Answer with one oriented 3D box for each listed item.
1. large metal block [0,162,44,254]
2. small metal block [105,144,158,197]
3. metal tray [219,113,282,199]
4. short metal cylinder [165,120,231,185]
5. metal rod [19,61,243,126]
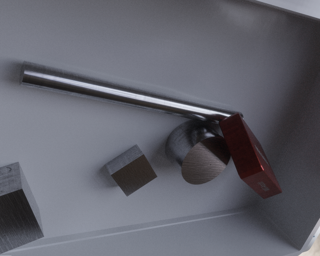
[{"bbox_3d":[-0.187,0.096,0.350,0.081,0.050,0.079,-18,126,-18],"label":"large metal block"},{"bbox_3d":[-0.039,0.059,0.425,0.050,0.025,0.050,-33,129,-8],"label":"small metal block"},{"bbox_3d":[0.133,0.044,0.450,0.030,0.090,0.130,-27,145,19],"label":"metal tray"},{"bbox_3d":[0.054,0.034,0.445,0.081,0.050,0.079,-14,125,-21],"label":"short metal cylinder"},{"bbox_3d":[-0.009,-0.033,0.384,0.302,0.025,0.025,9,114,-33],"label":"metal rod"}]
